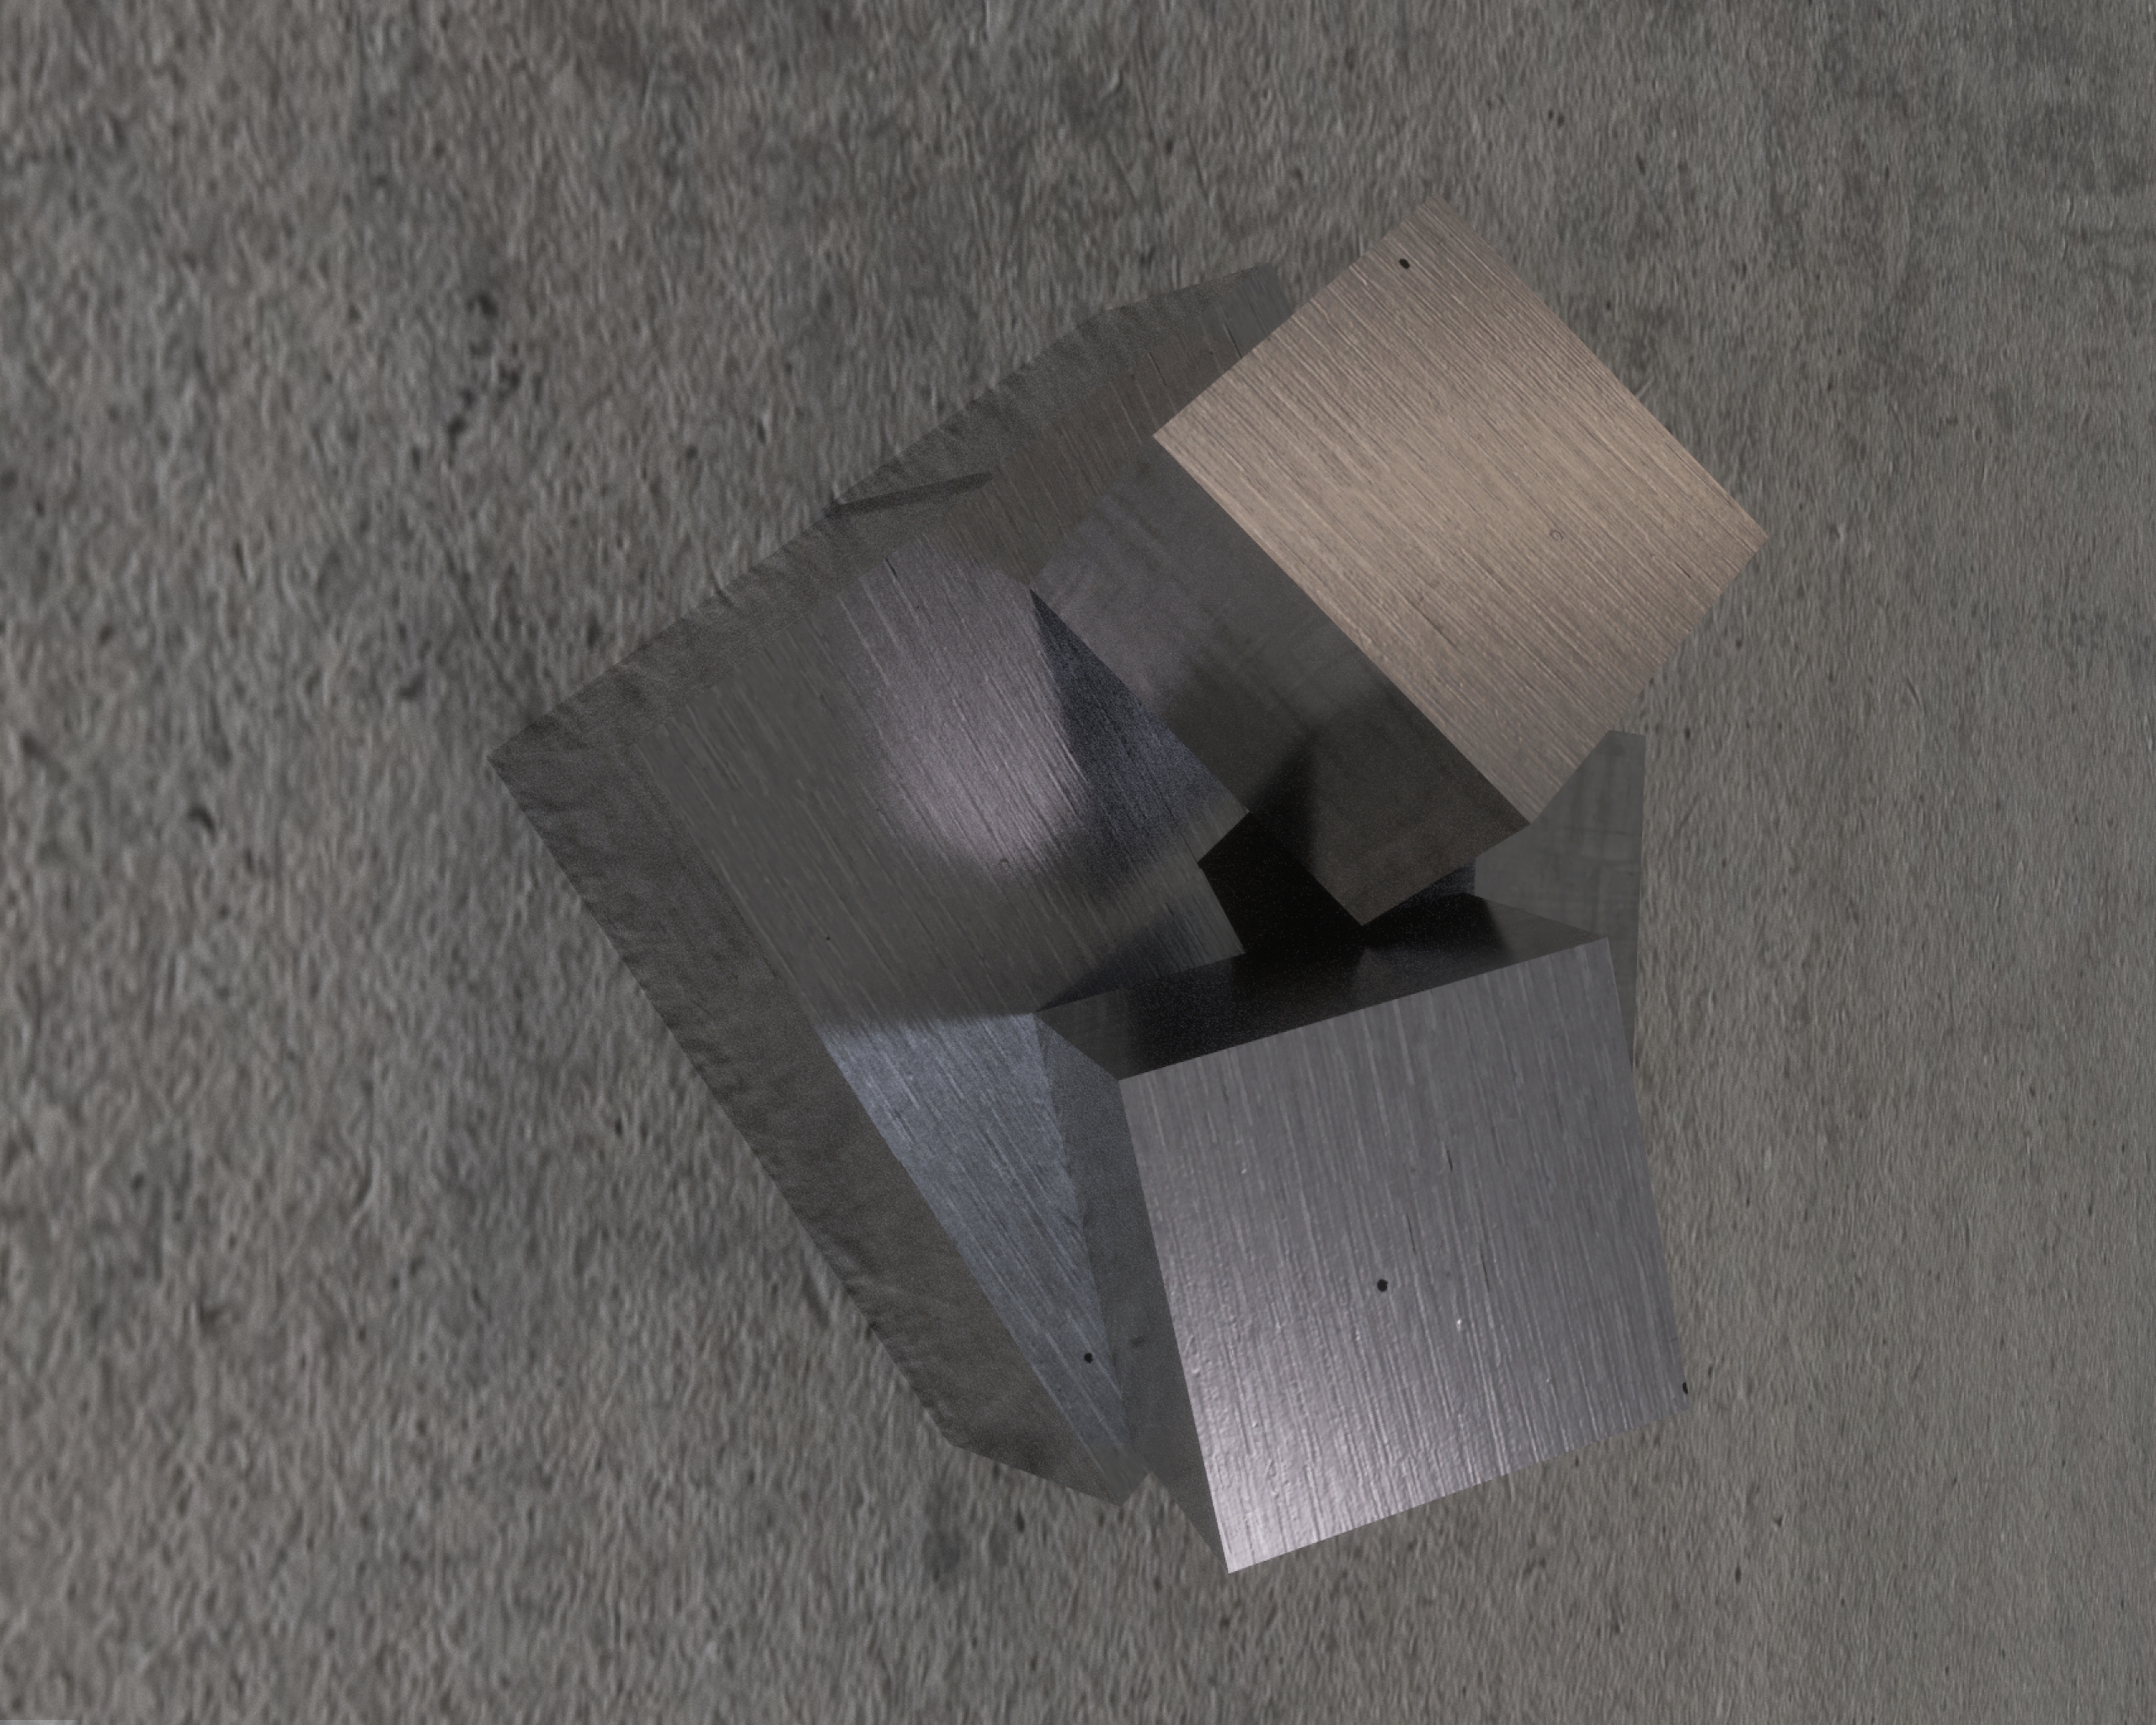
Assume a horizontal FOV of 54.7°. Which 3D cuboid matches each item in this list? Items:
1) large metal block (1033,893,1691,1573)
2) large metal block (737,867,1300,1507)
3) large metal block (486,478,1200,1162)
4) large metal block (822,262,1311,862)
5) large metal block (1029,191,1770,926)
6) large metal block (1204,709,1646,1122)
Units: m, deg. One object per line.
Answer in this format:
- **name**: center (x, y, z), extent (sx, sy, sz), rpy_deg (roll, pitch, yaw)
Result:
- **large metal block**: center (0.046, 0.057, 0.342), extent (0.081, 0.050, 0.080), rpy_deg (-15, 101, -14)
- **large metal block**: center (-0.001, 0.056, 0.387), extent (0.080, 0.050, 0.080), rpy_deg (-43, 116, -31)
- **large metal block**: center (-0.037, -0.008, 0.357), extent (0.080, 0.050, 0.080), rpy_deg (-43, 116, -31)
- **large metal block**: center (0.012, -0.056, 0.399), extent (0.080, 0.050, 0.080), rpy_deg (-43, 116, -31)
- **large metal block**: center (0.054, -0.050, 0.349), extent (0.080, 0.050, 0.080), rpy_deg (46, 59, -2)
- **large metal block**: center (0.065, 0.013, 0.423), extent (0.050, 0.080, 0.080), rpy_deg (5, 87, -40)
